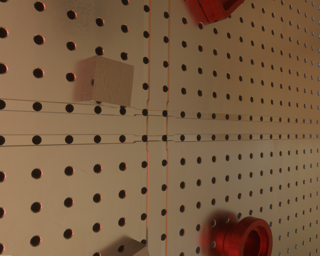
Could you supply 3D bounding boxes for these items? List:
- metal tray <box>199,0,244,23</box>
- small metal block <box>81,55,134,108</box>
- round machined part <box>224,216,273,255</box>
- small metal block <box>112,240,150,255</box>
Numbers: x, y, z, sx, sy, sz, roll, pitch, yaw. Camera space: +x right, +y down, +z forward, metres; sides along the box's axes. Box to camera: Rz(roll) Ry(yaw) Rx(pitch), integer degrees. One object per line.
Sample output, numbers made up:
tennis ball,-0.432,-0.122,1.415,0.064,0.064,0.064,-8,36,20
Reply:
metal tray,0.105,-0.240,0.496,0.131,0.030,0.090,-48,119,-29
small metal block,-0.060,-0.052,0.360,0.050,0.025,0.050,9,85,-40
round machined part,0.146,0.198,0.524,0.099,0.042,0.097,0,90,-40
small metal block,-0.037,0.176,0.381,0.050,0.025,0.050,-23,105,-38
